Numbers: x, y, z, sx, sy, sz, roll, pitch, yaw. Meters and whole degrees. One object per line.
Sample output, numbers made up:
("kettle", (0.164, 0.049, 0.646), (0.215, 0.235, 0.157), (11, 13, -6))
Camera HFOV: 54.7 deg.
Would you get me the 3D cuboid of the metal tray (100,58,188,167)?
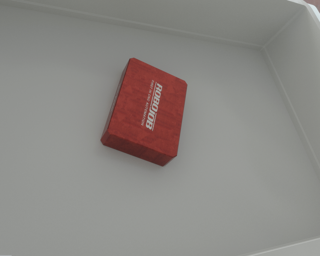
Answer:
("metal tray", (-0.016, -0.024, 0.410), (0.091, 0.030, 0.130), (22, 53, -15))
